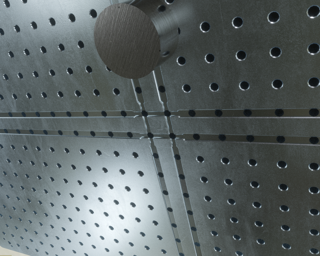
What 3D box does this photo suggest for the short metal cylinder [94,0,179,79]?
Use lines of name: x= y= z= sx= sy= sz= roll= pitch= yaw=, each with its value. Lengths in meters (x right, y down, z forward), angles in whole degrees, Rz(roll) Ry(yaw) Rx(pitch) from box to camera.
short metal cylinder: x=-0.025 y=-0.101 z=0.346 sx=0.080 sy=0.050 sz=0.080 roll=13 pitch=124 yaw=21
